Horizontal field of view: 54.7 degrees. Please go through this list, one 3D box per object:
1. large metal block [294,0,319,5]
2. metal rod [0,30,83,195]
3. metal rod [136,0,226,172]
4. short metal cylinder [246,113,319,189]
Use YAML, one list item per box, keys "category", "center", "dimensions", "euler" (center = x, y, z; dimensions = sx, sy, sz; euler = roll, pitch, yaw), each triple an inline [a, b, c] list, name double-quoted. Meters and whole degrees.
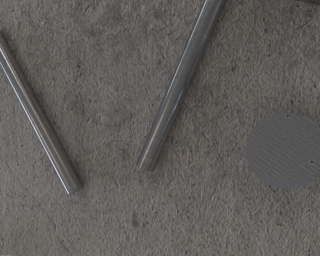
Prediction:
- category: "large metal block"
  center: [0.144, -0.177, 0.329]
  dimensions: [0.080, 0.080, 0.050]
  euler: [20, 97, 19]
- category: "metal rod"
  center: [-0.199, -0.034, 0.479]
  dimensions: [0.025, 0.025, 0.299]
  euler: [-34, 79, 17]
- category: "metal rod"
  center: [0.037, -0.083, 0.395]
  dimensions: [0.025, 0.025, 0.298]
  euler: [25, 98, 18]
- category: "short metal cylinder"
  center: [0.140, 0.024, 0.346]
  dimensions: [0.080, 0.050, 0.079]
  euler: [0, 90, 20]
